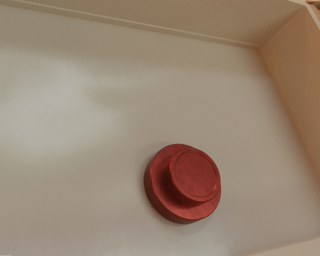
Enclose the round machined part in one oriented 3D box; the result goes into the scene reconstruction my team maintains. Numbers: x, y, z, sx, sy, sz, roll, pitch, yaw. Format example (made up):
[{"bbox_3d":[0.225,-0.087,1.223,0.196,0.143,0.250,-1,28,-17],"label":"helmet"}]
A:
[{"bbox_3d":[0.034,0.063,0.376,0.099,0.042,0.098,14,56,-21],"label":"round machined part"}]
